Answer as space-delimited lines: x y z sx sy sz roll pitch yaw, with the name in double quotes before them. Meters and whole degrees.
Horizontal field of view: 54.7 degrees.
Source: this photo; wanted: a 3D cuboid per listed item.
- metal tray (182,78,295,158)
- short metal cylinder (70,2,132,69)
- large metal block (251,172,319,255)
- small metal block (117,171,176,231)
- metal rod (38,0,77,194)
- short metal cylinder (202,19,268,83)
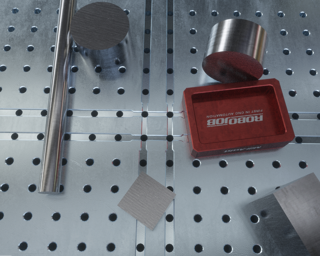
"metal tray" 0.101 -0.014 0.414 0.131 0.030 0.090 -7 70 -3
"short metal cylinder" -0.082 -0.132 0.446 0.081 0.050 0.080 0 70 0
"large metal block" 0.156 0.104 0.346 0.050 0.080 0.080 -25 72 -9
"small metal block" -0.015 0.089 0.379 0.050 0.025 0.050 33 73 11
"metal rod" -0.140 -0.060 0.432 0.025 0.025 0.299 -1 70 -1
"short metal cylinder" 0.102 -0.101 0.420 0.080 0.080 0.050 13 71 5
